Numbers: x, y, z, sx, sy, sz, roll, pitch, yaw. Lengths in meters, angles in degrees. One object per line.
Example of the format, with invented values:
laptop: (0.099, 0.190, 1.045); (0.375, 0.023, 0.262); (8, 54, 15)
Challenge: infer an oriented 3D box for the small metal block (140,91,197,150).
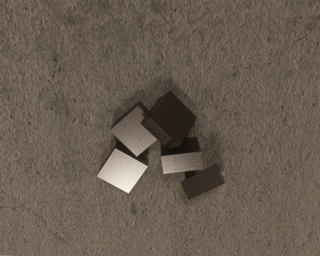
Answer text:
small metal block: (0.012, -0.010, 0.391); (0.050, 0.050, 0.025); (44, 147, -15)

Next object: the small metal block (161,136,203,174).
small metal block: (0.028, 0.035, 0.410); (0.050, 0.050, 0.025); (-7, 110, 2)

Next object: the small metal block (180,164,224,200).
small metal block: (0.059, 0.072, 0.421); (0.050, 0.050, 0.025); (-27, 81, 9)

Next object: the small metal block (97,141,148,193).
small metal block: (-0.051, 0.054, 0.429); (0.050, 0.025, 0.050); (31, 107, -11)

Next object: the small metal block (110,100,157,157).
small metal block: (-0.029, 0.001, 0.410); (0.050, 0.025, 0.050); (-40, 106, 13)
